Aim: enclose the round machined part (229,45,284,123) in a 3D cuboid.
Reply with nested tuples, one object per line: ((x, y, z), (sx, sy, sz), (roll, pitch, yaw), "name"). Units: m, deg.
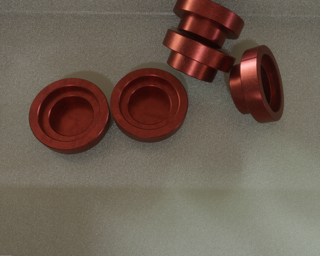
((0.124, -0.054, 0.403), (0.042, 0.098, 0.098), (-10, 65, 37), "round machined part")

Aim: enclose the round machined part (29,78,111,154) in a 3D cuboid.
((-0.113, -0.012, 0.404), (0.099, 0.042, 0.098), (0, 70, -1), "round machined part")

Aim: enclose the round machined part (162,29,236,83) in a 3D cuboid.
((0.048, -0.094, 0.416), (0.098, 0.098, 0.042), (26, 108, 9), "round machined part")

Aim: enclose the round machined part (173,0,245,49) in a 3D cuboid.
((0.063, -0.143, 0.431), (0.098, 0.098, 0.042), (25, 100, 8), "round machined part")

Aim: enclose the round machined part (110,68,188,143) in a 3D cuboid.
((-0.014, -0.027, 0.410), (0.099, 0.042, 0.098), (0, 70, -1), "round machined part")
